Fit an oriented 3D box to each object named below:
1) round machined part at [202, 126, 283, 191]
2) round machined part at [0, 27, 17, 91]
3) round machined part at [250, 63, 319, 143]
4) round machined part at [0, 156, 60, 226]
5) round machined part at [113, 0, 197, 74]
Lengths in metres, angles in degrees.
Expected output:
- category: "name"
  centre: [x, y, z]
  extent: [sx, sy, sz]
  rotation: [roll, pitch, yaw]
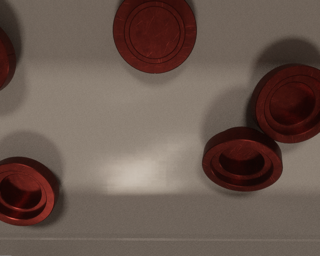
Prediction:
- category: "round machined part"
  centre: [0.106, 0.036, 0.404]
  extent: [0.098, 0.042, 0.097]
  rotation: [8, 133, 9]
- category: "round machined part"
  centre: [-0.220, -0.086, 0.367]
  extent: [0.099, 0.042, 0.097]
  rotation: [0, 110, -1]
- category: "round machined part"
  centre: [0.163, -0.033, 0.392]
  extent: [0.099, 0.042, 0.097]
  rotation: [-1, 110, -1]
- category: "round machined part"
  centre: [-0.189, 0.083, 0.430]
  extent: [0.099, 0.042, 0.097]
  rotation: [0, 110, -1]
- category: "round machined part"
  centre: [-0.006, -0.111, 0.361]
  extent: [0.099, 0.042, 0.097]
  rotation: [0, 110, -1]
